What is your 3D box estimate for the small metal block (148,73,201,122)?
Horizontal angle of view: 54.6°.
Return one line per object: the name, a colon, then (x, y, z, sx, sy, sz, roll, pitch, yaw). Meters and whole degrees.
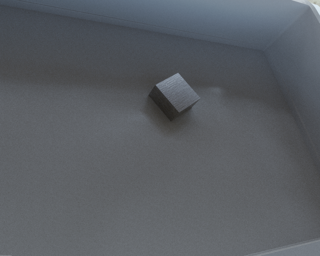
small metal block: (0.021, -0.045, 0.444, 0.050, 0.025, 0.050, -34, 81, -38)
